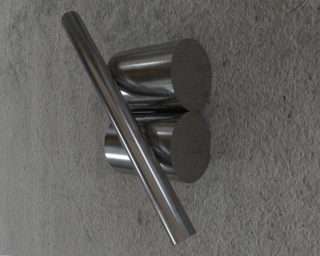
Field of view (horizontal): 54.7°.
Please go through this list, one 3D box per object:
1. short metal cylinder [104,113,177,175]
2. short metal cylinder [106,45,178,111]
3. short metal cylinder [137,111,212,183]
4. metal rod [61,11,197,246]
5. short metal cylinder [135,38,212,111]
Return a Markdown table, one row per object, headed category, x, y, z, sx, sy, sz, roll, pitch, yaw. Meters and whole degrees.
| category | x | y | z | sx | sy | sz | roll | pitch | yaw |
| --- | --- | --- | --- | --- | --- | --- | --- | --- | --- |
| short metal cylinder | -0.022 | 0.021 | 0.389 | 0.050 | 0.081 | 0.079 | 1 | 91 | 40 |
| short metal cylinder | -0.021 | -0.060 | 0.389 | 0.050 | 0.081 | 0.079 | 1 | 91 | 40 |
| short metal cylinder | 0.017 | 0.021 | 0.357 | 0.050 | 0.081 | 0.079 | 1 | 91 | 40 |
| metal rod | -0.046 | -0.019 | 0.340 | 0.025 | 0.025 | 0.299 | -44 | 64 | 31 |
| short metal cylinder | 0.017 | -0.059 | 0.357 | 0.050 | 0.081 | 0.079 | 1 | 91 | 40 |
